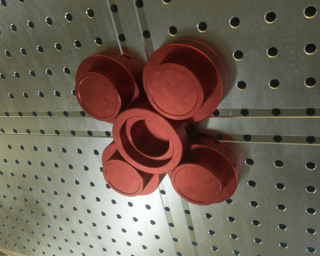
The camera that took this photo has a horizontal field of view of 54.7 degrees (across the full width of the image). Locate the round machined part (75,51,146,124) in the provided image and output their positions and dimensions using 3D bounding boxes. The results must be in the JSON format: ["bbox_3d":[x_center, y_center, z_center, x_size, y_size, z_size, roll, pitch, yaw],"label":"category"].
[{"bbox_3d":[-0.071,-0.047,0.406,0.098,0.042,0.097,13,124,20],"label":"round machined part"}]

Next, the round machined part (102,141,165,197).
[{"bbox_3d":[-0.046,0.064,0.462,0.098,0.042,0.097,13,124,20],"label":"round machined part"}]

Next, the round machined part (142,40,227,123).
[{"bbox_3d":[0.023,-0.048,0.357,0.098,0.042,0.097,13,124,20],"label":"round machined part"}]

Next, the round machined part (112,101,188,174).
[{"bbox_3d":[-0.009,0.009,0.407,0.098,0.042,0.097,13,124,20],"label":"round machined part"}]

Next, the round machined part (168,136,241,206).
[{"bbox_3d":[0.053,0.063,0.409,0.098,0.042,0.097,13,124,20],"label":"round machined part"}]
